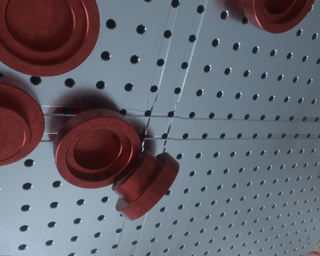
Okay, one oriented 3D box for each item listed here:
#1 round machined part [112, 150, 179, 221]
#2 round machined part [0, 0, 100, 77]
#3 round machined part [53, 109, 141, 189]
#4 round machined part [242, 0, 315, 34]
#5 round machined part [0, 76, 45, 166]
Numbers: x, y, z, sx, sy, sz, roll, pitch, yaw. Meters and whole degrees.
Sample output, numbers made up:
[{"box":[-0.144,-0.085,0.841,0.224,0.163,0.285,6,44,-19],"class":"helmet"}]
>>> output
[{"box":[-0.024,0.067,0.401,0.042,0.098,0.098,44,94,-9],"class":"round machined part"},{"box":[-0.108,-0.099,0.279,0.099,0.042,0.097,-14,124,-21],"class":"round machined part"},{"box":[-0.076,0.021,0.370,0.099,0.042,0.097,-13,123,-21],"class":"round machined part"},{"box":[0.139,-0.167,0.372,0.099,0.042,0.097,-14,124,-21],"class":"round machined part"},{"box":[-0.167,0.000,0.309,0.099,0.042,0.097,-14,124,-21],"class":"round machined part"}]
